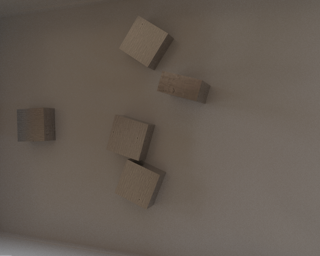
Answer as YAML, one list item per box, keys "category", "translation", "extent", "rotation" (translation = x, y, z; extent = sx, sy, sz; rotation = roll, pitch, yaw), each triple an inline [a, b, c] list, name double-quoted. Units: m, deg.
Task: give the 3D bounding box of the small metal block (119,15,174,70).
- category: "small metal block"
  translation: [-0.018, -0.114, 0.417]
  extent: [0.050, 0.025, 0.050]
  rotation: [36, 101, 16]

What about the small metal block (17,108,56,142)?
- category: "small metal block"
  translation: [-0.191, -0.005, 0.478]
  extent: [0.050, 0.025, 0.050]
  rotation: [-2, 89, 20]

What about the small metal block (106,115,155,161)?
- category: "small metal block"
  translation: [-0.040, 0.013, 0.425]
  extent: [0.050, 0.025, 0.050]
  rotation: [17, 96, 19]

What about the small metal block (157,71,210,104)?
- category: "small metal block"
  translation: [0.031, -0.050, 0.386]
  extent: [0.050, 0.050, 0.025]
  rotation: [17, 96, 19]

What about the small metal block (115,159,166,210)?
- category: "small metal block"
  translation: [-0.026, 0.074, 0.420]
  extent: [0.050, 0.025, 0.050]
  rotation: [23, 98, 18]
